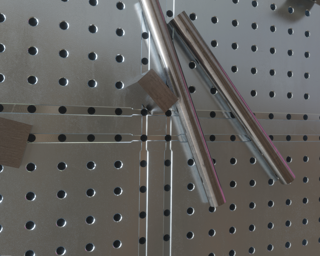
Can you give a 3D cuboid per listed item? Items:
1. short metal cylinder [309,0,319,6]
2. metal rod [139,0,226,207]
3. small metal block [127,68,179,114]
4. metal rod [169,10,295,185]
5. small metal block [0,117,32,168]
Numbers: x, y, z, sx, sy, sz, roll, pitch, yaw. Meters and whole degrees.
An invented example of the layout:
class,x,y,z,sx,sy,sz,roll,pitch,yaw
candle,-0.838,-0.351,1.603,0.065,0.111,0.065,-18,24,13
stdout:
class,x,y,z,sx,sy,sz,roll,pitch,yaw
short metal cylinder,0.260,-0.234,0.479,0.050,0.080,0.080,17,84,-19
metal rod,0.033,-0.033,0.424,0.025,0.025,0.298,-22,98,-19
small metal block,-0.010,-0.045,0.395,0.025,0.050,0.050,-45,104,-14
metal rod,0.112,-0.036,0.453,0.025,0.025,0.300,-41,103,-15
small metal block,-0.177,0.014,0.347,0.050,0.025,0.050,16,85,-20
